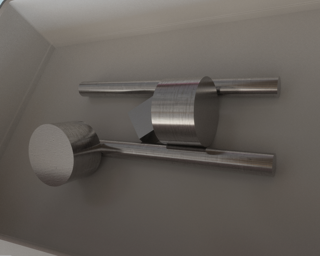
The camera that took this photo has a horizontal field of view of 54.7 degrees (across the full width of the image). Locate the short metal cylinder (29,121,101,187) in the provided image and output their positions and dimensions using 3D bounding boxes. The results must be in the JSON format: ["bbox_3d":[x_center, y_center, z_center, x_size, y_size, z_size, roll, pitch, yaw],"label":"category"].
[{"bbox_3d":[-0.125,0.032,0.410,0.080,0.050,0.079,4,98,29],"label":"short metal cylinder"}]

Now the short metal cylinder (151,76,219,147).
[{"bbox_3d":[0.032,-0.019,0.363,0.050,0.080,0.080,2,63,29],"label":"short metal cylinder"}]

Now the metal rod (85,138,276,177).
[{"bbox_3d":[-0.014,0.031,0.390,0.300,0.025,0.025,3,63,29],"label":"metal rod"}]

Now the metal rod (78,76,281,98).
[{"bbox_3d":[0.007,-0.055,0.432,0.300,0.025,0.025,3,64,29],"label":"metal rod"}]

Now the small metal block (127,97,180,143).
[{"bbox_3d":[-0.009,-0.011,0.414,0.050,0.025,0.050,-33,52,6],"label":"small metal block"}]
